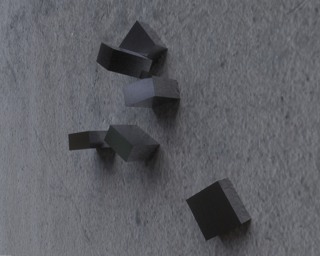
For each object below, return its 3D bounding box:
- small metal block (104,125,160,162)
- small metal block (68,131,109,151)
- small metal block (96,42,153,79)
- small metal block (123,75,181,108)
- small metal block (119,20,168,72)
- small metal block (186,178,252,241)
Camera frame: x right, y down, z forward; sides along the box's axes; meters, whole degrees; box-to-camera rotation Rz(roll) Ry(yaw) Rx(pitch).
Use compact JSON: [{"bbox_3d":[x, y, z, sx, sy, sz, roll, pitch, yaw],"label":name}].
[{"bbox_3d":[-0.038,0.019,0.418,0.050,0.050,0.025,39,114,32],"label":"small metal block"},{"bbox_3d":[-0.102,0.019,0.470,0.050,0.050,0.025,-8,85,39],"label":"small metal block"},{"bbox_3d":[-0.045,-0.083,0.382,0.050,0.050,0.025,41,117,55],"label":"small metal block"},{"bbox_3d":[-0.011,-0.045,0.396,0.050,0.050,0.025,-15,81,38],"label":"small metal block"},{"bbox_3d":[-0.025,-0.109,0.423,0.050,0.025,0.050,-48,62,29],"label":"small metal block"},{"bbox_3d":[0.065,0.092,0.350,0.050,0.025,0.050,-40,66,32],"label":"small metal block"}]
